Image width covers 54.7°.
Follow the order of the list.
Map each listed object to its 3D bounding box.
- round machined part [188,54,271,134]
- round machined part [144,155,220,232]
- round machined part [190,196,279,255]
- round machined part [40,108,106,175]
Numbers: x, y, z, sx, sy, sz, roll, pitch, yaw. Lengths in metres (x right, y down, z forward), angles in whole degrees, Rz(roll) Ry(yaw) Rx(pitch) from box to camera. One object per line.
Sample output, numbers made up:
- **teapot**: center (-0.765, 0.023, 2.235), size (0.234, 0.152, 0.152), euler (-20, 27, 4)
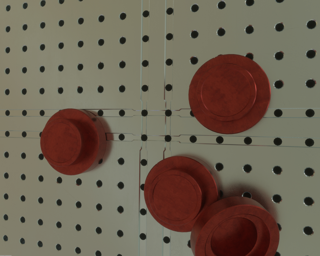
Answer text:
- **round machined part**: center (0.082, -0.041, 0.374), size (0.098, 0.042, 0.097), euler (0, 90, 19)
- **round machined part**: center (0.024, 0.084, 0.394), size (0.098, 0.042, 0.097), euler (0, 90, 19)
- **round machined part**: center (0.082, 0.123, 0.359), size (0.099, 0.042, 0.097), euler (-3, 105, -10)
- **round machined part**: center (-0.132, 0.020, 0.449), size (0.098, 0.042, 0.097), euler (0, 90, 19)
